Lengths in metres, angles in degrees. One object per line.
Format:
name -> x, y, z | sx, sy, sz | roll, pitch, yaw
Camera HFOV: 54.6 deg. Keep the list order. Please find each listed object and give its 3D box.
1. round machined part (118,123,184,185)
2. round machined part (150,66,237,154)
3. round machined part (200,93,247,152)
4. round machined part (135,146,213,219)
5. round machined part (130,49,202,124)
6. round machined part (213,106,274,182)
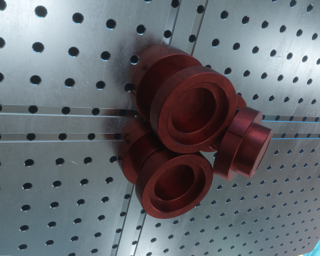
round machined part -> -0.004, 0.043, 0.424 | 0.099, 0.042, 0.097 | -14, 124, -21
round machined part -> 0.033, -0.023, 0.348 | 0.099, 0.042, 0.097 | -14, 124, -21
round machined part -> 0.086, -0.006, 0.443 | 0.099, 0.042, 0.097 | -14, 124, -21
round machined part -> 0.014, 0.063, 0.391 | 0.099, 0.042, 0.097 | -14, 124, -21
round machined part -> 0.017, -0.044, 0.383 | 0.099, 0.042, 0.097 | -14, 124, -21
round machined part -> 0.109, 0.025, 0.392 | 0.098, 0.042, 0.097 | -45, 150, -36
